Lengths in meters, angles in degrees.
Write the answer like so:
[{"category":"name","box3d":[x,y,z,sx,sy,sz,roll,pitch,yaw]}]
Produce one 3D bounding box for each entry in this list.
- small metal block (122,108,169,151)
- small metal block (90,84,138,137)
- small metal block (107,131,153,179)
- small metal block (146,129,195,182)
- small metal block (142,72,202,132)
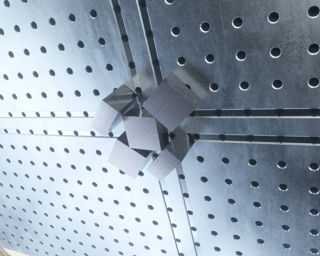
[{"category":"small metal block","box3d":[-0.019,0.002,0.422,0.050,0.025,0.050,4,119,27]},{"category":"small metal block","box3d":[-0.061,-0.023,0.413,0.025,0.050,0.050,37,130,2]},{"category":"small metal block","box3d":[-0.044,0.040,0.460,0.050,0.025,0.050,33,128,6]},{"category":"small metal block","box3d":[0.015,0.036,0.410,0.025,0.050,0.050,41,129,1]},{"category":"small metal block","box3d":[0.014,-0.031,0.385,0.050,0.025,0.050,42,130,-1]}]
